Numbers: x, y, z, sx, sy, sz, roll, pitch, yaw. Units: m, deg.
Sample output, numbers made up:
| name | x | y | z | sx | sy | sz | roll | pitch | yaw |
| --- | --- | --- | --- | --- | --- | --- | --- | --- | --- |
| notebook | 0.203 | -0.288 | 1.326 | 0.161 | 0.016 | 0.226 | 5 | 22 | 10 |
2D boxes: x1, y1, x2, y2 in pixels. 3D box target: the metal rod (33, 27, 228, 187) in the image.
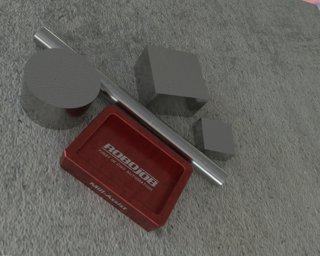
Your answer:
| name | x | y | z | sx | sy | sz | roll | pitch | yaw |
| --- | --- | --- | --- | --- | --- | --- | --- | --- | --- |
| metal rod | -0.036 | -0.025 | 0.402 | 0.300 | 0.025 | 0.025 | 39 | 51 | -3 |

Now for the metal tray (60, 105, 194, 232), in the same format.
| name | x | y | z | sx | sy | sz | roll | pitch | yaw |
| --- | --- | --- | --- | --- | --- | --- | --- | --- | --- |
| metal tray | -0.035 | 0.044 | 0.358 | 0.130 | 0.030 | 0.090 | 38 | 51 | -3 |

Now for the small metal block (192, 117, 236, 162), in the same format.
| name | x | y | z | sx | sy | sz | roll | pitch | yaw |
| --- | --- | --- | --- | --- | --- | --- | --- | --- | --- |
| small metal block | 0.076 | 0.017 | 0.438 | 0.050 | 0.025 | 0.050 | 12 | 57 | -22 |

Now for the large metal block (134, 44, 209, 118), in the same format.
| name | x | y | z | sx | sy | sz | roll | pitch | yaw |
| --- | --- | --- | --- | --- | --- | --- | --- | --- | --- |
| large metal block | 0.014 | -0.064 | 0.437 | 0.081 | 0.050 | 0.080 | 4 | 60 | -27 |

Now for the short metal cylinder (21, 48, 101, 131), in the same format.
| name | x | y | z | sx | sy | sz | roll | pitch | yaw |
| --- | --- | --- | --- | --- | --- | --- | --- | --- | --- |
| short metal cylinder | -0.114 | -0.044 | 0.355 | 0.081 | 0.050 | 0.080 | 14 | 56 | -21 |
